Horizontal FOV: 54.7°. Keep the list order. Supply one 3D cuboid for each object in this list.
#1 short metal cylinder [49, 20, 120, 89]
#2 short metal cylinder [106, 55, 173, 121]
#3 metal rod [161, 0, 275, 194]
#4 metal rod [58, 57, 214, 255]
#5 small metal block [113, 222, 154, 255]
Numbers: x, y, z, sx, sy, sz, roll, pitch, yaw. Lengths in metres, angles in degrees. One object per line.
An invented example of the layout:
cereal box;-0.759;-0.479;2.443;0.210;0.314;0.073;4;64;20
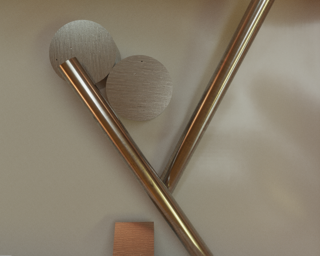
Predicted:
short metal cylinder;-0.093;-0.091;0.398;0.081;0.050;0.079;0;90;0
short metal cylinder;-0.025;-0.049;0.399;0.081;0.050;0.079;0;90;-1
metal rod;0.067;-0.041;0.387;0.025;0.025;0.298;27;100;-1
metal rod;-0.024;0.048;0.378;0.025;0.025;0.299;-34;99;0
small metal block;-0.033;0.150;0.398;0.050;0.025;0.050;-1;49;-1
